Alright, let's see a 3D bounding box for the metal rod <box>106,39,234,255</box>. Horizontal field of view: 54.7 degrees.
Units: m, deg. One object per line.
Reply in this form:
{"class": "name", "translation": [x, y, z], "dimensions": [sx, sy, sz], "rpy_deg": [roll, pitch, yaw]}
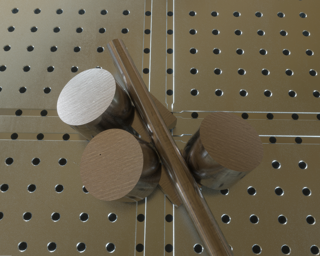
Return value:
{"class": "metal rod", "translation": [0.003, 0.014, 0.376], "dimensions": [0.025, 0.025, 0.299], "rpy_deg": [-24, 72, -9]}

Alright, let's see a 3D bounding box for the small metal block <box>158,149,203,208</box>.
{"class": "small metal block", "translation": [0.024, 0.063, 0.385], "dimensions": [0.050, 0.025, 0.050], "rpy_deg": [-38, 75, -13]}

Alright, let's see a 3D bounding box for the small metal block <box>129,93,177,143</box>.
{"class": "small metal block", "translation": [-0.013, -0.009, 0.411], "dimensions": [0.050, 0.025, 0.050], "rpy_deg": [-41, 75, -14]}

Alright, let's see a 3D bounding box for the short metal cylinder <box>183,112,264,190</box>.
{"class": "short metal cylinder", "translation": [0.074, 0.027, 0.372], "dimensions": [0.081, 0.050, 0.080], "rpy_deg": [11, 53, -15]}

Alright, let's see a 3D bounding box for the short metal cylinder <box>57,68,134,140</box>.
{"class": "short metal cylinder", "translation": [-0.080, -0.028, 0.389], "dimensions": [0.080, 0.050, 0.080], "rpy_deg": [-10, 60, 18]}

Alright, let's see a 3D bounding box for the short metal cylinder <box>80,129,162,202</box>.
{"class": "short metal cylinder", "translation": [-0.045, 0.045, 0.363], "dimensions": [0.080, 0.050, 0.080], "rpy_deg": [-6, 73, 21]}
